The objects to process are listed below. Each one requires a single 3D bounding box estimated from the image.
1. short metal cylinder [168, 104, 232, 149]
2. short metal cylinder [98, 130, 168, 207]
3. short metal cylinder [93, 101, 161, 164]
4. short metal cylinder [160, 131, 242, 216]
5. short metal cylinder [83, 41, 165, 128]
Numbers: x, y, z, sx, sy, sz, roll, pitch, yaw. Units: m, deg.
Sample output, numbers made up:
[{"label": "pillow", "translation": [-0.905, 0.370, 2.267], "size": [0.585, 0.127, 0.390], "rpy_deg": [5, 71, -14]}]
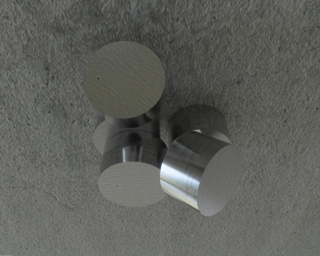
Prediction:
[{"label": "short metal cylinder", "translation": [0.051, 0.016, 0.406], "size": [0.081, 0.050, 0.079], "rpy_deg": [0, 130, 0]}, {"label": "short metal cylinder", "translation": [-0.029, 0.049, 0.367], "size": [0.081, 0.050, 0.079], "rpy_deg": [0, 130, 0]}, {"label": "short metal cylinder", "translation": [-0.040, 0.000, 0.391], "size": [0.081, 0.050, 0.079], "rpy_deg": [0, 130, 0]}, {"label": "short metal cylinder", "translation": [0.046, 0.048, 0.339], "size": [0.050, 0.080, 0.080], "rpy_deg": [21, 145, 41]}, {"label": "short metal cylinder", "translation": [-0.035, -0.043, 0.327], "size": [0.081, 0.080, 0.050], "rpy_deg": [0, 169, -1]}]
